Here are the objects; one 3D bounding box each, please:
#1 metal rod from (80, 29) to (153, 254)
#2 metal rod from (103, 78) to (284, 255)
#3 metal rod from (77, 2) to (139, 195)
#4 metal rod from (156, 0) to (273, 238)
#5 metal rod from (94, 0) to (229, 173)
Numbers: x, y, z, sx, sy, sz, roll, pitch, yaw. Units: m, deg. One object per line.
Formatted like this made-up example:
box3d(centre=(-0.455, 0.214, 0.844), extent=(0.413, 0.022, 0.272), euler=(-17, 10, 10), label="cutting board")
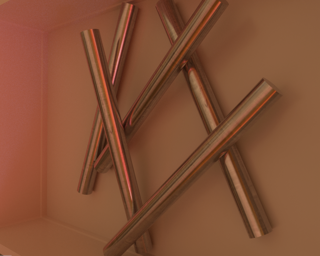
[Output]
box3d(centre=(-0.056, 0.022, 0.410), extent=(0.025, 0.025, 0.298), euler=(-8, 98, 40), label="metal rod")
box3d(centre=(0.020, 0.065, 0.353), extent=(0.299, 0.025, 0.025), euler=(-50, 61, 26), label="metal rod")
box3d(centre=(-0.083, -0.036, 0.475), extent=(0.025, 0.025, 0.298), euler=(26, 106, 37), label="metal rod")
box3d(centre=(0.055, -0.025, 0.361), extent=(0.025, 0.025, 0.299), euler=(-32, 71, 35), label="metal rod")
box3d(centre=(-0.016, -0.035, 0.397), extent=(0.298, 0.025, 0.025), euler=(-52, 60, 35), label="metal rod")
